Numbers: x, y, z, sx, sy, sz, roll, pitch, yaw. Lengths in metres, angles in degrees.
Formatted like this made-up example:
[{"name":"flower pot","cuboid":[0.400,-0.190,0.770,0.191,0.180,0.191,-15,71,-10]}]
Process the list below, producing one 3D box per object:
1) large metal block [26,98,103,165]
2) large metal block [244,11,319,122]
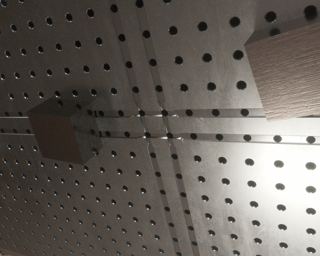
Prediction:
[{"name":"large metal block","cuboid":[-0.142,0.004,0.470,0.080,0.050,0.079,7,122,24]},{"name":"large metal block","cuboid":[0.134,-0.058,0.288,0.080,0.050,0.080,-11,113,32]}]
